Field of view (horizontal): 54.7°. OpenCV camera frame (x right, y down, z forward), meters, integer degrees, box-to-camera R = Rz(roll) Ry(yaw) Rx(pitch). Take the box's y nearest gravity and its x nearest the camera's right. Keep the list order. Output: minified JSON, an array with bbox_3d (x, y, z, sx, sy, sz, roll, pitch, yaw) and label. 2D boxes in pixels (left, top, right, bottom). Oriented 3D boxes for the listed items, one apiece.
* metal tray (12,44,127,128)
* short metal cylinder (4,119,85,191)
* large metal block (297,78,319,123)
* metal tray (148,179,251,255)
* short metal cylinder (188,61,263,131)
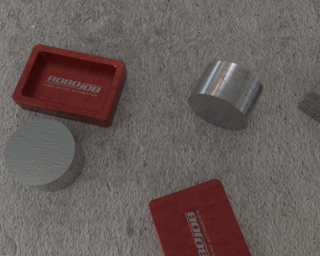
[{"bbox_3d":[-0.120,-0.059,0.425,0.131,0.030,0.090,12,70,4],"label":"metal tray"},{"bbox_3d":[-0.139,0.035,0.381,0.081,0.050,0.080,0,70,0],"label":"short metal cylinder"},{"bbox_3d":[0.248,-0.041,0.412,0.080,0.050,0.080,40,75,13],"label":"large metal block"},{"bbox_3d":[0.049,0.135,0.357,0.091,0.030,0.130,-18,71,-7],"label":"metal tray"},{"bbox_3d":[0.083,-0.039,0.394,0.080,0.080,0.050,26,72,9],"label":"short metal cylinder"}]
